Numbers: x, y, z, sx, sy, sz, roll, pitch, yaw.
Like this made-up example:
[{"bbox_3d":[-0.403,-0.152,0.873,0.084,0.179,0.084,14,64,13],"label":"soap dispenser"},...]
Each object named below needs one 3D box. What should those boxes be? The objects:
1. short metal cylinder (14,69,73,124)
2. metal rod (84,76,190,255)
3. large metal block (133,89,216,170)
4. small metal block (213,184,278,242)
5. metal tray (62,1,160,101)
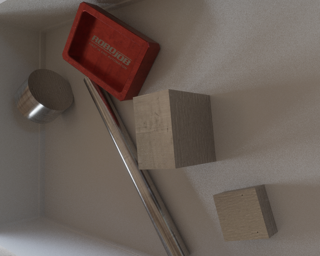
[{"bbox_3d":[-0.198,-0.054,0.531,0.050,0.081,0.080,-32,70,35],"label":"short metal cylinder"},{"bbox_3d":[-0.042,0.042,0.438,0.025,0.025,0.299,-43,64,31],"label":"metal rod"},{"bbox_3d":[0.018,0.003,0.354,0.050,0.081,0.080,-8,85,39],"label":"large metal block"},{"bbox_3d":[0.090,0.091,0.331,0.050,0.025,0.050,-21,77,37],"label":"small metal block"},{"bbox_3d":[-0.074,-0.109,0.441,0.130,0.030,0.089,36,114,19],"label":"metal tray"}]
